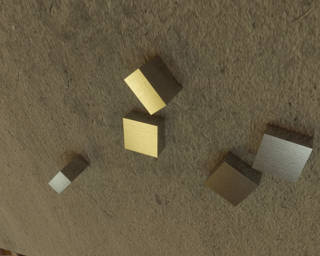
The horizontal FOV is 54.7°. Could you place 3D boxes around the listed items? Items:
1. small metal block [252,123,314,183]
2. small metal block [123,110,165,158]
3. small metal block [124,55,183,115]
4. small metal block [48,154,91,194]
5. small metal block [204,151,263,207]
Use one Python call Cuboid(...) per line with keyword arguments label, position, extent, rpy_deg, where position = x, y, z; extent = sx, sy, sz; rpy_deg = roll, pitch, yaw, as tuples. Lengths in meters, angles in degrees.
Cuboid(label="small metal block", position=(0.138, 0.028, 0.352), extent=(0.050, 0.025, 0.050), rpy_deg=(19, 126, 17))
Cuboid(label="small metal block", position=(-0.021, 0.007, 0.423), extent=(0.050, 0.025, 0.050), rpy_deg=(14, 124, 20))
Cuboid(label="small metal block", position=(-0.006, -0.051, 0.362), extent=(0.025, 0.050, 0.050), rpy_deg=(-30, 102, 38))
Cuboid(label="small metal block", position=(-0.151, 0.077, 0.518), extent=(0.025, 0.050, 0.050), rpy_deg=(46, 129, -4))
Cuboid(label="small metal block", position=(0.093, 0.066, 0.398), extent=(0.050, 0.025, 0.050), rpy_deg=(35, 129, 4))
